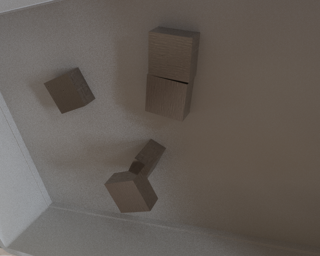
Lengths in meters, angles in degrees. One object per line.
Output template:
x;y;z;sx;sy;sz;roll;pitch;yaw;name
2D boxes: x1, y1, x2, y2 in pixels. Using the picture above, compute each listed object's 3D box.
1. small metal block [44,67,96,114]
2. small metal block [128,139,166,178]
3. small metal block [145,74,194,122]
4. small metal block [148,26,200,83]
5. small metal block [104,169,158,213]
-0.129;-0.053;0.442;0.050;0.025;0.050;-14;112;33;small metal block
-0.021;0.051;0.434;0.025;0.050;0.050;33;128;6;small metal block
0.011;-0.041;0.376;0.050;0.025;0.050;17;125;18;small metal block
0.015;-0.083;0.348;0.050;0.025;0.050;15;124;19;small metal block
-0.038;0.085;0.415;0.050;0.025;0.050;-14;112;33;small metal block
